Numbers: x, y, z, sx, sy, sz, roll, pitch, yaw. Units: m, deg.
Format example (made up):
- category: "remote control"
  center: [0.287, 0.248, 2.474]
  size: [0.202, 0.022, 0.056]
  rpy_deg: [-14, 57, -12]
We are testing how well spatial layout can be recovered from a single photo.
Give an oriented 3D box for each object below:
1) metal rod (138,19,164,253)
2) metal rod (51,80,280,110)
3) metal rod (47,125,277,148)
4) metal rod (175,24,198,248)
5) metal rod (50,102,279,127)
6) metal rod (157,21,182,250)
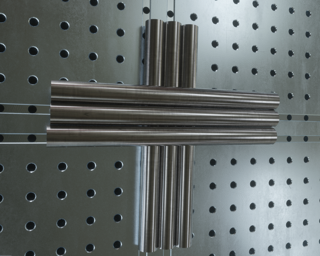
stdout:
- category: "metal rod"
  center: [-0.011, 0.009, 0.408]
  size: [0.025, 0.025, 0.298]
  rpy_deg: [2, 89, -20]
- category: "metal rod"
  center: [0.022, -0.040, 0.394]
  size: [0.302, 0.025, 0.025]
  rpy_deg: [1, 90, -20]
- category: "metal rod"
  center: [0.017, 0.010, 0.392]
  size: [0.302, 0.025, 0.025]
  rpy_deg: [1, 90, -20]
- category: "metal rod"
  center: [0.036, 0.010, 0.425]
  size: [0.025, 0.025, 0.298]
  rpy_deg: [2, 89, -20]
- category: "metal rod"
  center: [0.021, -0.015, 0.393]
  size: [0.302, 0.025, 0.025]
  rpy_deg: [1, 90, -20]
- category: "metal rod"
  center: [0.012, 0.009, 0.417]
  size: [0.025, 0.025, 0.298]
  rpy_deg: [2, 89, -20]
